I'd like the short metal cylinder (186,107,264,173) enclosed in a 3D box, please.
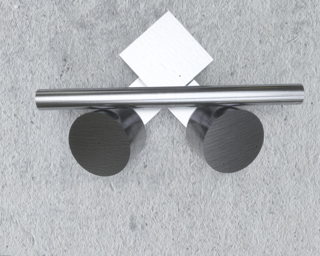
[{"bbox_3d":[0.080,0.009,0.385,0.081,0.050,0.079,-6,110,-17],"label":"short metal cylinder"}]

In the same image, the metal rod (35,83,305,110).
[{"bbox_3d":[0.012,-0.036,0.359,0.302,0.025,0.025,-1,90,0],"label":"metal rod"}]

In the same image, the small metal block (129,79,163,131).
[{"bbox_3d":[-0.029,-0.029,0.411,0.050,0.025,0.050,-43,90,-1],"label":"small metal block"}]

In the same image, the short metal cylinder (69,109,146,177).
[{"bbox_3d":[-0.064,0.013,0.384,0.080,0.050,0.079,5,108,17],"label":"short metal cylinder"}]

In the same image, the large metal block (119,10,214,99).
[{"bbox_3d":[0.008,-0.085,0.397,0.080,0.050,0.080,-42,90,0],"label":"large metal block"}]

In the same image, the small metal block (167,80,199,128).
[{"bbox_3d":[0.043,-0.027,0.411,0.050,0.025,0.050,-43,90,0],"label":"small metal block"}]
